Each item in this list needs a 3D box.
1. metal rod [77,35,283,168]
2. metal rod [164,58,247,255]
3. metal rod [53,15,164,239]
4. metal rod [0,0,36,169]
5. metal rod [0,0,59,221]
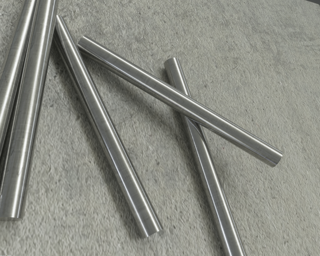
[{"bbox_3d":[0.024,-0.036,0.411,0.301,0.025,0.025,31,51,2],"label":"metal rod"},{"bbox_3d":[0.055,0.032,0.413,0.025,0.025,0.299,-2,63,-29],"label":"metal rod"},{"bbox_3d":[-0.074,-0.014,0.372,0.025,0.025,0.299,-16,70,-34],"label":"metal rod"},{"bbox_3d":[-0.167,-0.069,0.355,0.025,0.025,0.299,12,57,-22],"label":"metal rod"},{"bbox_3d":[-0.141,-0.052,0.344,0.025,0.025,0.299,10,62,-23],"label":"metal rod"}]
